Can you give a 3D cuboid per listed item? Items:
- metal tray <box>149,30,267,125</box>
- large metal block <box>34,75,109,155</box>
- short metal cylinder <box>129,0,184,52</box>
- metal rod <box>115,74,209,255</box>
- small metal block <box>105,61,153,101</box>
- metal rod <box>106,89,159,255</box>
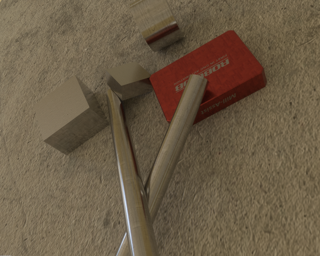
[{"bbox_3d":[0.059,-0.063,0.407,0.130,0.030,0.090,-28,52,9],"label":"metal tray"},{"bbox_3d":[-0.135,-0.020,0.469,0.080,0.050,0.080,-36,51,4],"label":"large metal block"},{"bbox_3d":[-0.004,-0.162,0.469,0.050,0.080,0.080,-25,53,12],"label":"short metal cylinder"},{"bbox_3d":[-0.010,0.077,0.338,0.025,0.025,0.299,15,76,34],"label":"metal rod"},{"bbox_3d":[-0.045,-0.070,0.455,0.050,0.025,0.050,-21,46,-25],"label":"small metal block"},{"bbox_3d":[-0.038,0.041,0.356,0.025,0.025,0.300,-30,39,9],"label":"metal rod"}]
